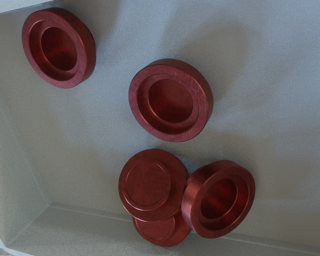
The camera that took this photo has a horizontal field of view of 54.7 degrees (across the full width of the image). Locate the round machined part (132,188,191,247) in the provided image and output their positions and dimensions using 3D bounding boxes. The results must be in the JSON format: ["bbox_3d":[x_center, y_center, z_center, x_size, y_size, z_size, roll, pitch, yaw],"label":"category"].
[{"bbox_3d":[-0.001,0.128,0.454,0.098,0.042,0.097,3,97,26],"label":"round machined part"}]

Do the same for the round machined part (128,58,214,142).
[{"bbox_3d":[0.016,-0.035,0.367,0.098,0.042,0.097,13,124,20],"label":"round machined part"}]

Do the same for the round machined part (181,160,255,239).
[{"bbox_3d":[0.068,0.085,0.390,0.042,0.099,0.097,33,141,56],"label":"round machined part"}]

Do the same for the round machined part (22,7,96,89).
[{"bbox_3d":[-0.123,-0.103,0.396,0.098,0.042,0.097,13,124,20],"label":"round machined part"}]

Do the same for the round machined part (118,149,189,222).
[{"bbox_3d":[-0.011,0.075,0.414,0.098,0.042,0.098,-4,75,17],"label":"round machined part"}]
